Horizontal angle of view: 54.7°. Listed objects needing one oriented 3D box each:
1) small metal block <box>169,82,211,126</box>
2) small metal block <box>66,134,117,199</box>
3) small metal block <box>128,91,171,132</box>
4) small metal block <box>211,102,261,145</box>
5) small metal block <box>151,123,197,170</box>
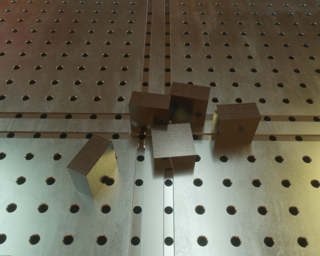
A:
[{"bbox_3d":[0.039,-0.032,0.419,0.050,0.050,0.025,9,51,7],"label":"small metal block"},{"bbox_3d":[-0.075,0.044,0.354,0.025,0.050,0.050,21,53,16],"label":"small metal block"},{"bbox_3d":[-0.012,-0.019,0.408,0.050,0.050,0.025,7,51,5],"label":"small metal block"},{"bbox_3d":[0.095,-0.005,0.397,0.050,0.050,0.025,-4,50,-4],"label":"small metal block"},{"bbox_3d":[0.016,0.022,0.389,0.050,0.025,0.050,-4,50,-4],"label":"small metal block"}]
